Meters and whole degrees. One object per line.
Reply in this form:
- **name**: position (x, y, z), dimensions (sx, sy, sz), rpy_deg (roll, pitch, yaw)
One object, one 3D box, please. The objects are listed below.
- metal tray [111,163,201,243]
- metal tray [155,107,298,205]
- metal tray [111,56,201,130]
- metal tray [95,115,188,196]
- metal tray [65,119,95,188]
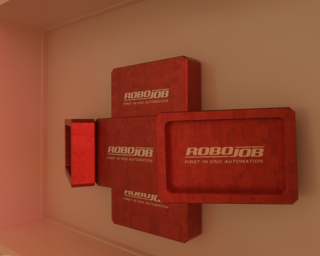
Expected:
- **metal tray**: position (-0.009, 0.089, 0.408), dimensions (0.130, 0.030, 0.089), rpy_deg (0, 90, 39)
- **metal tray**: position (0.063, 0.027, 0.308), dimensions (0.131, 0.030, 0.089), rpy_deg (-2, 89, 10)
- **metal tray**: position (-0.010, -0.039, 0.408), dimensions (0.130, 0.030, 0.089), rpy_deg (0, 90, 39)
- **metal tray**: position (-0.028, 0.031, 0.386), dimensions (0.130, 0.030, 0.089), rpy_deg (-1, 89, 39)
- **metal tray**: position (-0.122, 0.031, 0.463), dimensions (0.130, 0.030, 0.089), rpy_deg (-176, 86, -69)
